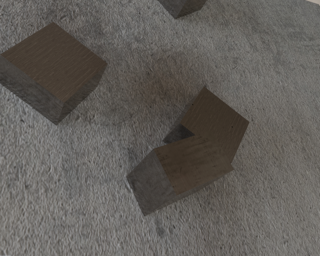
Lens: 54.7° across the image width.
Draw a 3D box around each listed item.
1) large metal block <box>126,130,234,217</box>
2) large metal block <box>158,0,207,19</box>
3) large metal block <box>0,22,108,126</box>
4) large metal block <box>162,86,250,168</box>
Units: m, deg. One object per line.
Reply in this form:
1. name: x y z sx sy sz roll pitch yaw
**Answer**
1. large metal block: 0.020 0.051 0.348 0.081 0.080 0.050 -16 70 -34
2. large metal block: 0.037 -0.253 0.562 0.080 0.050 0.081 50 51 7
3. large metal block: -0.123 -0.064 0.361 0.080 0.050 0.080 38 51 -3
4. large metal block: 0.063 0.004 0.419 0.080 0.050 0.080 38 51 -3
